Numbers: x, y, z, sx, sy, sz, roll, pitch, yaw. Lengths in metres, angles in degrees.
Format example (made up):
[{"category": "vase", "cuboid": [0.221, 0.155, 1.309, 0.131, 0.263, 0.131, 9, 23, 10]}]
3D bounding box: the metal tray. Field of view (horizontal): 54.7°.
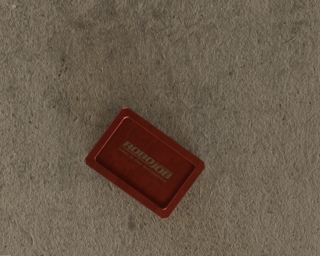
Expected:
[{"category": "metal tray", "cuboid": [-0.019, 0.045, 0.408, 0.130, 0.030, 0.090, 36, 90, -1]}]
